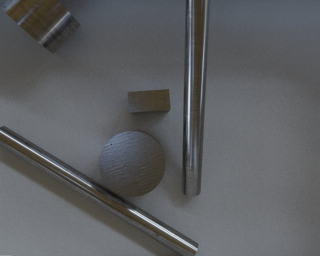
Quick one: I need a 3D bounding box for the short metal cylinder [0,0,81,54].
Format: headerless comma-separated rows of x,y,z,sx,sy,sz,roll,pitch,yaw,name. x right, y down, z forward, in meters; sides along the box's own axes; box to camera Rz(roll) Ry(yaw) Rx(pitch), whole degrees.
-0.146,-0.138,0.382,0.080,0.080,0.050,43,90,-1,short metal cylinder

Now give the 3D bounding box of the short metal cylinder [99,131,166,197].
-0.034,0.043,0.399,0.081,0.050,0.079,0,90,-1,short metal cylinder

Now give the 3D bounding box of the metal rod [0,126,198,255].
-0.084,0.086,0.410,0.301,0.025,0.025,31,90,-1,metal rod

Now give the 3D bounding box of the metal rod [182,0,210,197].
0.040,-0.051,0.352,0.025,0.025,0.298,-1,115,0,metal rod

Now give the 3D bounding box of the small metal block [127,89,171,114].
-0.013,-0.033,0.399,0.050,0.050,0.025,-4,90,-1,small metal block
